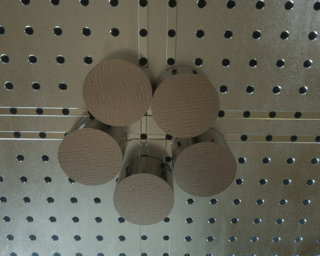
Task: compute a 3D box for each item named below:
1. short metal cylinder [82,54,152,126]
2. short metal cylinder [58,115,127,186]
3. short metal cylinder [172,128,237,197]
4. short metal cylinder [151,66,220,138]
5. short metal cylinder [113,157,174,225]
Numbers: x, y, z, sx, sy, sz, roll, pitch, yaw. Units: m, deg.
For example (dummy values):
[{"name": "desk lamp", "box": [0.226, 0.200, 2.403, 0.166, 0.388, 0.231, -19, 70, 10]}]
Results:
[{"name": "short metal cylinder", "box": [-0.049, -0.048, 0.381, 0.081, 0.050, 0.079, 0, 110, -1]}, {"name": "short metal cylinder", "box": [-0.087, 0.029, 0.409, 0.081, 0.050, 0.079, 0, 111, 0]}, {"name": "short metal cylinder", "box": [0.057, 0.045, 0.416, 0.081, 0.050, 0.079, 0, 112, 0]}, {"name": "short metal cylinder", "box": [0.030, -0.034, 0.387, 0.081, 0.050, 0.079, 0, 110, 0]}, {"name": "short metal cylinder", "box": [-0.021, 0.086, 0.430, 0.081, 0.050, 0.079, 0, 110, 0]}]
